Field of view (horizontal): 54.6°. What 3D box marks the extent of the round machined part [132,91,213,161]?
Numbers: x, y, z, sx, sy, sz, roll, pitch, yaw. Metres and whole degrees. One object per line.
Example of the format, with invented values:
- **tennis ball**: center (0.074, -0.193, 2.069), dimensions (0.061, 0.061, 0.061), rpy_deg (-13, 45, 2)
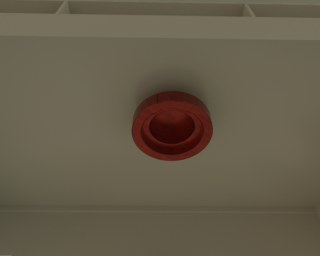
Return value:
- **round machined part**: center (0.015, -0.007, 0.392), dimensions (0.099, 0.042, 0.097), rpy_deg (0, 130, 0)
